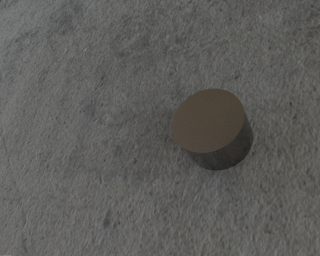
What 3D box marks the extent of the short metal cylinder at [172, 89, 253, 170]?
[{"bbox_3d":[0.061,0.002,0.354,0.080,0.050,0.080,-13,56,20],"label":"short metal cylinder"}]
